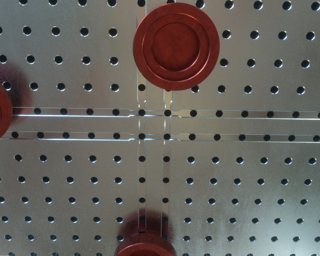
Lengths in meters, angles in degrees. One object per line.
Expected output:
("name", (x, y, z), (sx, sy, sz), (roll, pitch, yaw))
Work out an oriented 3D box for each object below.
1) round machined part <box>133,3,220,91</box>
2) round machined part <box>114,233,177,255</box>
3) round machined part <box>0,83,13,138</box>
("round machined part", (0.018, -0.097, 0.369), (0.099, 0.042, 0.097), (0, 110, -1))
("round machined part", (-0.023, 0.203, 0.479), (0.099, 0.042, 0.097), (0, 110, -1))
("round machined part", (-0.235, -0.026, 0.381), (0.099, 0.042, 0.097), (-9, 118, -17))
